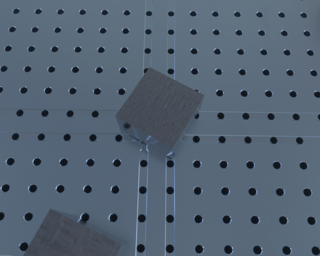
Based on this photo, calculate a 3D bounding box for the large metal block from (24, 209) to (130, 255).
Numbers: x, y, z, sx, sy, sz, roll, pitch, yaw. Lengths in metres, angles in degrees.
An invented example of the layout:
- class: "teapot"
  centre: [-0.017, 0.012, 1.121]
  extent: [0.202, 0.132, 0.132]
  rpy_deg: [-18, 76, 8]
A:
- class: "large metal block"
  centre: [-0.084, 0.131, 0.334]
  extent: [0.080, 0.080, 0.050]
  rpy_deg: [24, 72, 8]

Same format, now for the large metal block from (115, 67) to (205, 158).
- class: "large metal block"
  centre: [0.001, -0.019, 0.406]
  extent: [0.080, 0.050, 0.080]
  rpy_deg: [29, 73, 10]
